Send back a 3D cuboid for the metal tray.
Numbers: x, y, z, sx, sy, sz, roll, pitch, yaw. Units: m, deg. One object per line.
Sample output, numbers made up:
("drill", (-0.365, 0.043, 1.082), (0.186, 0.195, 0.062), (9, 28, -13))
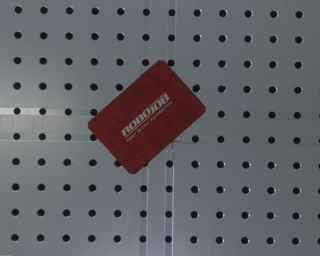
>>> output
("metal tray", (-0.017, -0.014, 0.411), (0.130, 0.030, 0.090), (-42, 90, 0))
